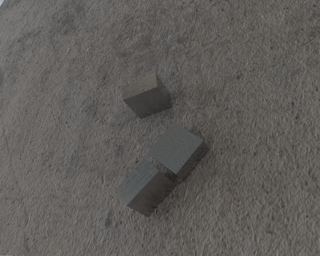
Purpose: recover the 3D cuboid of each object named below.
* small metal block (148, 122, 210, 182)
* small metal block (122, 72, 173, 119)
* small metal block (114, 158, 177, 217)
[{"bbox_3d":[0.023,0.028,0.375,0.050,0.025,0.050,34,80,38],"label":"small metal block"},{"bbox_3d":[-0.017,-0.043,0.423,0.050,0.050,0.025,-19,54,17],"label":"small metal block"},{"bbox_3d":[-0.015,0.069,0.354,0.050,0.050,0.025,-47,51,-5],"label":"small metal block"}]
